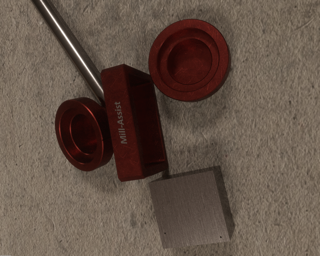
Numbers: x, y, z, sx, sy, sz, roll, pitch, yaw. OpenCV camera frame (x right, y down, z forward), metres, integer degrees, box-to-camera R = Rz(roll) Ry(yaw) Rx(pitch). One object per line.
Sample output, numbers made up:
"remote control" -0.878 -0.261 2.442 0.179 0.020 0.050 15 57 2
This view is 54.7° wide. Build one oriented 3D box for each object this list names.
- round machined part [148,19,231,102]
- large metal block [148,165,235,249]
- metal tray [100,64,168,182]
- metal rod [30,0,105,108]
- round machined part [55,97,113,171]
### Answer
"round machined part" 0.039 -0.081 0.386 0.098 0.042 0.097 0 90 19
"large metal block" 0.040 0.096 0.381 0.080 0.050 0.080 -14 85 19
"metal tray" -0.028 -0.006 0.383 0.030 0.090 0.129 -12 86 19
"metal rod" -0.131 -0.121 0.453 0.025 0.025 0.299 -38 78 16
"round machined part" -0.095 0.006 0.420 0.098 0.042 0.097 13 112 36
